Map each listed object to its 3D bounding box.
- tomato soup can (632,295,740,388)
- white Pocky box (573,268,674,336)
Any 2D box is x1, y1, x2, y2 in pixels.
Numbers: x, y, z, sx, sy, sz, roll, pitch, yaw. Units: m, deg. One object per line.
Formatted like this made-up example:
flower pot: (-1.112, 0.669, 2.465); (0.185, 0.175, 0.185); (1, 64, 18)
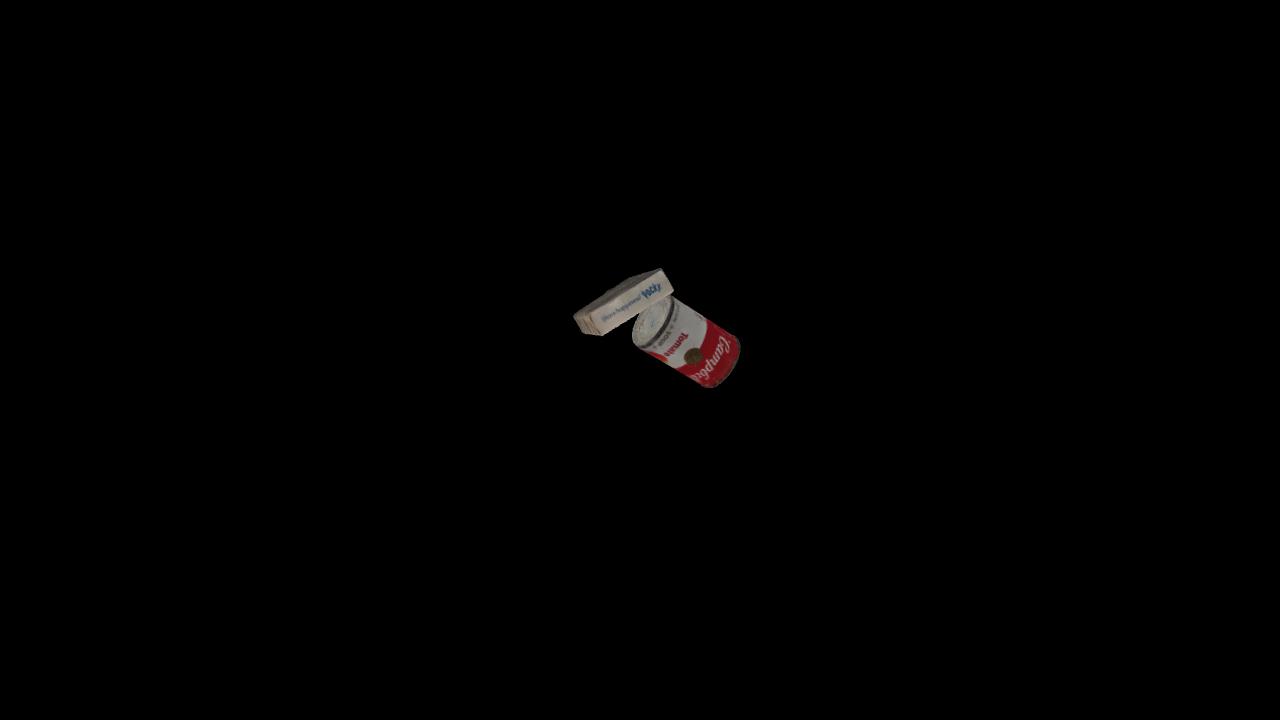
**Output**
tomato soup can: (0.050, -0.022, 0.671); (0.101, 0.068, 0.068); (31, -14, -25)
white Pocky box: (-0.023, -0.058, 0.635); (0.084, 0.028, 0.154); (-33, 10, -8)
